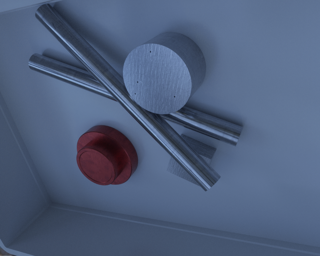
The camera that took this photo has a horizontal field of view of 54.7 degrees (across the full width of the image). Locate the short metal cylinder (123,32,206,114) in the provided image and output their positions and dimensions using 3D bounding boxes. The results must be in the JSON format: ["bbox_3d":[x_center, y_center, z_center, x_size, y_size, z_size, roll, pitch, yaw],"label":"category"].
[{"bbox_3d":[0.006,-0.062,0.350,0.080,0.050,0.079,13,124,20],"label":"short metal cylinder"}]

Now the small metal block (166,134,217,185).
[{"bbox_3d":[0.041,0.043,0.412,0.050,0.025,0.050,24,127,13],"label":"small metal block"}]

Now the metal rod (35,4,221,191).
[{"bbox_3d":[-0.043,-0.042,0.375,0.300,0.025,0.025,45,129,7],"label":"metal rod"}]

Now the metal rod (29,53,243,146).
[{"bbox_3d":[-0.042,-0.042,0.403,0.301,0.025,0.025,21,126,15],"label":"metal rod"}]

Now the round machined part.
[{"bbox_3d":[-0.087,0.048,0.471,0.098,0.042,0.097,13,124,20],"label":"round machined part"}]
